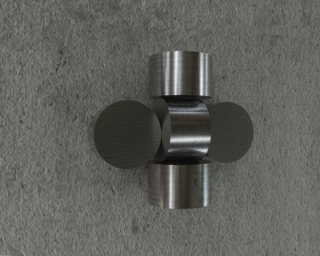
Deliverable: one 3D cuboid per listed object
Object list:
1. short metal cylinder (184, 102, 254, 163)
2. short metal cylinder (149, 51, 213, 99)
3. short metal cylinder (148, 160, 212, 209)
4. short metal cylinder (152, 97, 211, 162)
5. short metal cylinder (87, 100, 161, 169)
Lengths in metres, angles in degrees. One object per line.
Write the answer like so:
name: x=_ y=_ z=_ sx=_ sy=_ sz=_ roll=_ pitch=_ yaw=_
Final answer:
short metal cylinder: x=0.079 y=0.005 z=0.426 sx=0.081 sy=0.050 sz=0.080 roll=0 pitch=91 yaw=-20
short metal cylinder: x=0.026 y=-0.063 z=0.391 sx=0.081 sy=0.080 sz=0.050 roll=0 pitch=90 yaw=-20
short metal cylinder: x=0.025 y=0.067 z=0.391 sx=0.081 sy=0.080 sz=0.050 roll=0 pitch=90 yaw=-20
short metal cylinder: x=0.022 y=0.002 z=0.390 sx=0.050 sy=0.080 sz=0.080 roll=1 pitch=90 yaw=-20
short metal cylinder: x=-0.045 y=0.008 z=0.380 sx=0.081 sy=0.050 sz=0.080 roll=0 pitch=90 yaw=-21
